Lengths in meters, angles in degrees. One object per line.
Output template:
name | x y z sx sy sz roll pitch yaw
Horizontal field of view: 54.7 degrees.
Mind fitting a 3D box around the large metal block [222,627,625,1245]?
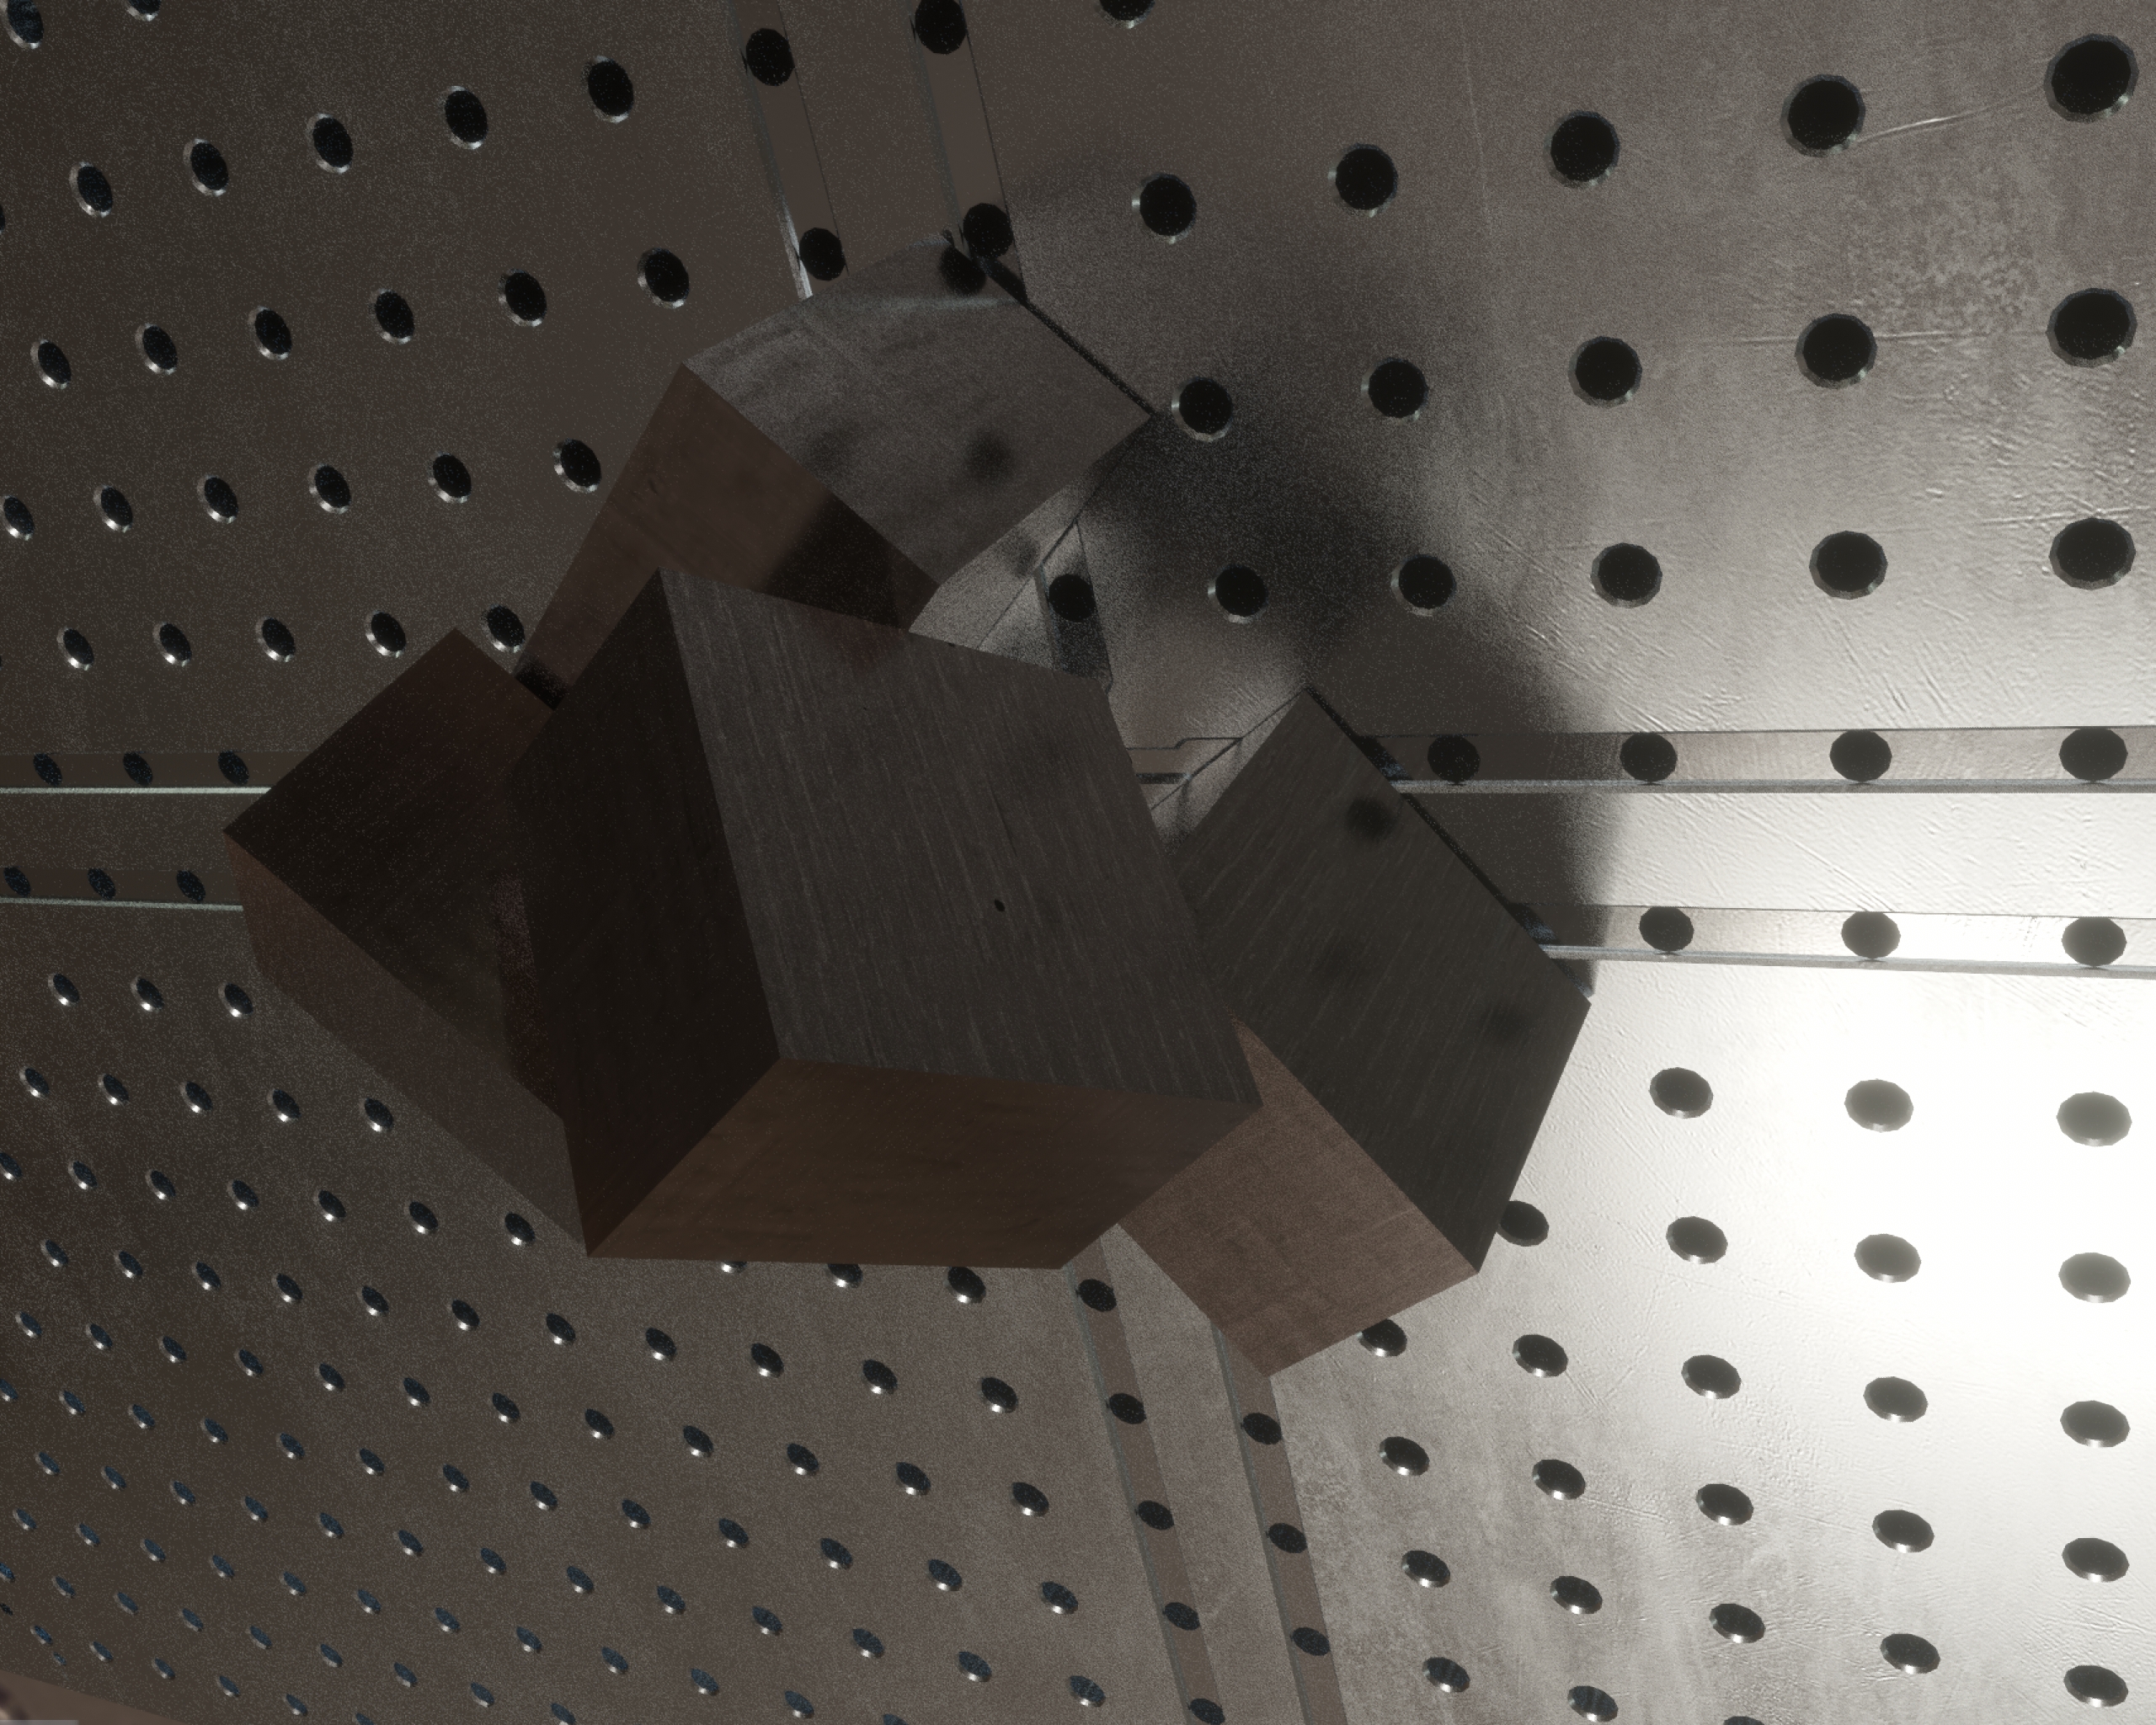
large metal block | -0.099 0.017 0.371 0.080 0.050 0.080 41 154 0

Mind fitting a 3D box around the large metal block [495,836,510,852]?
large metal block | -0.087 0.020 0.451 0.080 0.050 0.080 43 129 -2

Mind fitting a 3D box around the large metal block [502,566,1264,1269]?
large metal block | -0.030 0.011 0.306 0.050 0.081 0.080 -45 50 34

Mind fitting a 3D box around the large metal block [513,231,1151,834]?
large metal block | -0.043 -0.053 0.362 0.050 0.080 0.080 41 129 0

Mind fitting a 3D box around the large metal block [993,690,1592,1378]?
large metal block | 0.037 0.029 0.371 0.080 0.080 0.050 47 129 -5
